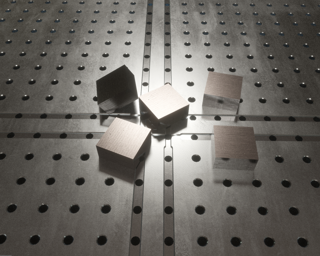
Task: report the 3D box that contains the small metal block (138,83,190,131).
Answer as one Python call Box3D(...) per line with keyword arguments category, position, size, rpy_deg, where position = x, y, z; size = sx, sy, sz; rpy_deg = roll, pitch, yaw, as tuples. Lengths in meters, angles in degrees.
Box3D(category="small metal block", position=(0.005, -0.030, 0.433), size=(0.050, 0.025, 0.050), rpy_deg=(-27, 55, -21))

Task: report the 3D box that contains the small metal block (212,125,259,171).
Box3D(category="small metal block", position=(0.092, 0.025, 0.388), size=(0.050, 0.025, 0.050), rpy_deg=(3, 50, 2))

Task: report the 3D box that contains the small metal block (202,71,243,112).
Box3D(category="small metal block", position=(0.092, -0.054, 0.454), size=(0.050, 0.025, 0.050), rpy_deg=(11, 51, 9))

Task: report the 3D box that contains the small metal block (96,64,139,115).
Box3D(category="small metal block", position=(-0.061, -0.055, 0.439), size=(0.050, 0.025, 0.050), rpy_deg=(-26, 49, 16))

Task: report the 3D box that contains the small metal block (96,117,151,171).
Box3D(category="small metal block", position=(-0.044, 0.019, 0.391), size=(0.050, 0.025, 0.050), rpy_deg=(19, 52, 15))
